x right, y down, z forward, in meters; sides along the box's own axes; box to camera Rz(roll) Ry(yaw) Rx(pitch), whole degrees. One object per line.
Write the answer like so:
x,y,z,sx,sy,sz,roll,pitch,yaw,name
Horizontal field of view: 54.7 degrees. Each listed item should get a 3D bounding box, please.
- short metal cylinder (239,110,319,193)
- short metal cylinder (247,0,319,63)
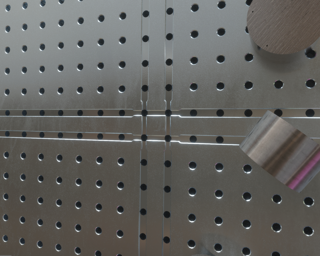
0.134,0.024,0.336,0.080,0.080,0.050,39,102,15,short metal cylinder
0.141,-0.118,0.349,0.080,0.050,0.079,0,90,19,short metal cylinder
